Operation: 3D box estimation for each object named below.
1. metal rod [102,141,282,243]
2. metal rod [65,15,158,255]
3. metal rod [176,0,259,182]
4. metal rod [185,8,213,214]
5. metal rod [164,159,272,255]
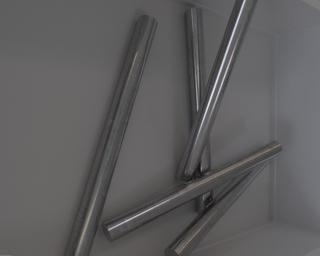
[{"bbox_3d":[0.063,0.076,0.429,0.302,0.025,0.025,-19,103,-29],"label":"metal rod"},{"bbox_3d":[-0.053,0.005,0.361,0.025,0.025,0.299,25,75,-37],"label":"metal rod"},{"bbox_3d":[0.075,-0.064,0.387,0.025,0.025,0.298,-1,117,-40],"label":"metal rod"},{"bbox_3d":[0.059,-0.020,0.455,0.025,0.025,0.298,-7,94,-40],"label":"metal rod"},{"bbox_3d":[0.108,0.099,0.470,0.302,0.025,0.025,-30,109,-45],"label":"metal rod"}]
